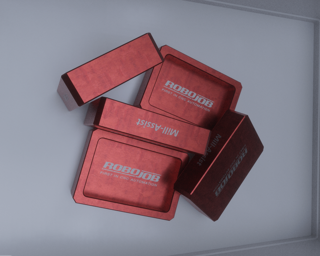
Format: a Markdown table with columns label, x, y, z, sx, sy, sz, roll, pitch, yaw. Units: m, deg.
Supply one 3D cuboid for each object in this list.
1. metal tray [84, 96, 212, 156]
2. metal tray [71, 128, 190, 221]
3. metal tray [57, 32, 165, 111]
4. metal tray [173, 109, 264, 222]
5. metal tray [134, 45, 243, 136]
| label | x | y | z | sx | sy | sz | roll | pitch | yaw |
| --- | --- | --- | --- | --- | --- | --- | --- | --- | --- |
| metal tray | -0.018 | 0.000 | 0.367 | 0.131 | 0.090 | 0.030 | 17 | 85 | -20 |
| metal tray | -0.035 | 0.059 | 0.393 | 0.131 | 0.030 | 0.090 | 17 | 84 | -20 |
| metal tray | -0.060 | -0.054 | 0.330 | 0.091 | 0.130 | 0.030 | -31 | 101 | -17 |
| metal tray | 0.084 | 0.051 | 0.417 | 0.130 | 0.030 | 0.090 | -53 | 135 | -12 |
| metal tray | 0.040 | -0.043 | 0.422 | 0.131 | 0.030 | 0.090 | 22 | 83 | -19 |
